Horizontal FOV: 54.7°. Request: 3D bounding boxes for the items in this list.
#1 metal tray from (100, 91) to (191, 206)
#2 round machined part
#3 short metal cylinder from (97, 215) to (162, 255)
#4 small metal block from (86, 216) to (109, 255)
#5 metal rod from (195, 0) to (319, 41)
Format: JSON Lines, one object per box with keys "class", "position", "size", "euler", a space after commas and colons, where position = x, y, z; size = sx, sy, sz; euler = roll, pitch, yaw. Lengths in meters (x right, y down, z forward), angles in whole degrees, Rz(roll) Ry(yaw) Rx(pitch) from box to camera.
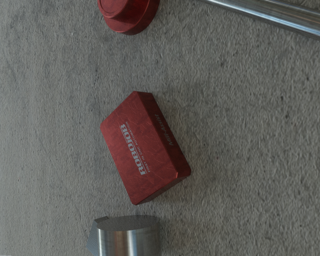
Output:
{"class": "metal tray", "position": [-0.024, 0.026, 0.420], "size": [0.090, 0.030, 0.130], "euler": [-40, 66, 32]}
{"class": "round machined part", "position": [-0.050, -0.184, 0.433], "size": [0.098, 0.042, 0.097], "euler": [0, 90, 39]}
{"class": "short metal cylinder", "position": [-0.039, 0.147, 0.399], "size": [0.080, 0.081, 0.050], "euler": [-7, 86, 39]}
{"class": "small metal block", "position": [-0.082, 0.172, 0.470], "size": [0.050, 0.025, 0.050], "euler": [28, 108, 36]}
{"class": "metal rod", "position": [0.113, -0.117, 0.310], "size": [0.300, 0.025, 0.025], "euler": [35, 112, 34]}
